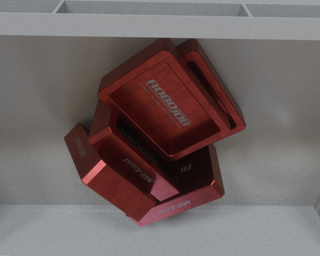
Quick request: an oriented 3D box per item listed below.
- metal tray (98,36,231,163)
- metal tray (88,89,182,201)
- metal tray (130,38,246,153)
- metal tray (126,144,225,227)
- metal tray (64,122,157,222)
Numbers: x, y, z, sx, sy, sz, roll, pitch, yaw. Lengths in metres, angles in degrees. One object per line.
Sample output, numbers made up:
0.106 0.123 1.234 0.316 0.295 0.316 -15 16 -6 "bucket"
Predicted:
0.008 -0.024 0.344 0.090 0.030 0.130 -29 124 22 "metal tray"
-0.024 0.019 0.379 0.030 0.090 0.130 -30 124 22 "metal tray"
0.036 -0.032 0.379 0.090 0.030 0.130 -26 125 22 "metal tray"
0.017 0.072 0.426 0.130 0.090 0.030 -26 126 20 "metal tray"
-0.065 0.049 0.381 0.030 0.130 0.090 -47 121 -3 "metal tray"
